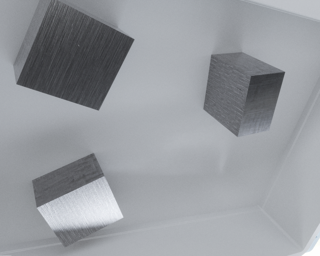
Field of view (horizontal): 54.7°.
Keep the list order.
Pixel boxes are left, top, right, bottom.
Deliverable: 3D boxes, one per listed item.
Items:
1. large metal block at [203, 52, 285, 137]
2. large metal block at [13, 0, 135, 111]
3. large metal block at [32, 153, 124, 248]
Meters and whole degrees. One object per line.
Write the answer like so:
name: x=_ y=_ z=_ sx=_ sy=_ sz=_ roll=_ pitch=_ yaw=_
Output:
large metal block: x=0.104 y=-0.046 z=0.401 sx=0.050 sy=0.080 sz=0.079 roll=-10 pitch=123 yaw=-23
large metal block: x=-0.085 y=-0.073 z=0.301 sx=0.081 sy=0.050 sz=0.080 roll=18 pitch=109 yaw=-35
large metal block: x=-0.102 y=0.091 z=0.393 sx=0.080 sy=0.050 sz=0.080 roll=-25 pitch=128 yaw=-13
